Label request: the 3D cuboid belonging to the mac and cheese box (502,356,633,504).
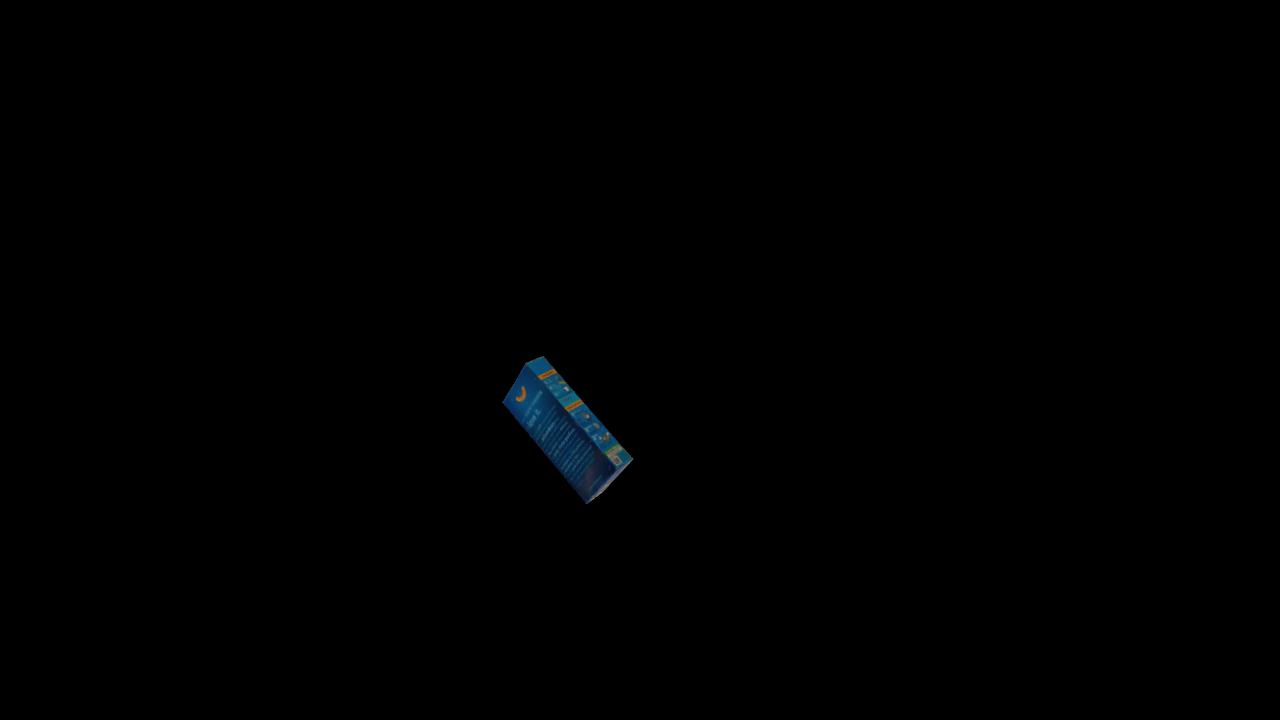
[{"bbox_3d":[-0.099,0.092,0.814,0.041,0.184,0.093,-27,-19,-48],"label":"mac and cheese box"}]
